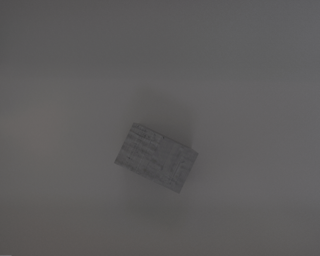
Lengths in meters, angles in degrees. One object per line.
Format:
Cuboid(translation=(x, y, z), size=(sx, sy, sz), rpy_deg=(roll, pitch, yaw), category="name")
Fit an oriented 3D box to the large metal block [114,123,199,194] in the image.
Cuboid(translation=(-0.004, 0.033, 0.384), size=(0.080, 0.080, 0.050), rpy_deg=(25, 90, 0), category="large metal block")
